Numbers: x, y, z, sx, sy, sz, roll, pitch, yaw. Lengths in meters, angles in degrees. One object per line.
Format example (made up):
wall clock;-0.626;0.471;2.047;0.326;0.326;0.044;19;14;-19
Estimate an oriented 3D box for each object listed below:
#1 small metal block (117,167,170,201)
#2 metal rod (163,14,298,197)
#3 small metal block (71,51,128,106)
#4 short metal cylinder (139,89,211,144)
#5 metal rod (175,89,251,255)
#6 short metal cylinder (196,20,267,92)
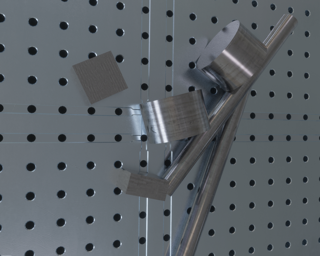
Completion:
small metal block;-0.022;0.070;0.391;0.050;0.050;0.025;15;85;-20
metal rod;0.095;-0.035;0.428;0.025;0.025;0.300;39;85;-16
small metal block;-0.075;-0.061;0.385;0.050;0.025;0.050;-27;99;-18
short metal cylinder;0.019;-0.015;0.390;0.081;0.080;0.050;-16;96;-19
metal rod;0.080;0.051;0.442;0.025;0.025;0.299;23;82;-19
short metal cylinder;0.095;-0.096;0.418;0.050;0.080;0.080;36;79;-17
